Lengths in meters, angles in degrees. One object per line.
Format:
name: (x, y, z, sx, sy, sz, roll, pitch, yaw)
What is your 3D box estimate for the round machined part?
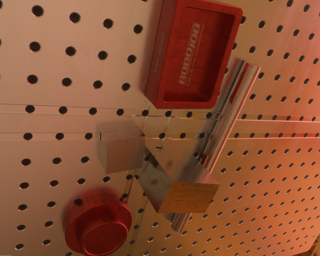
round machined part: (-0.085, 0.147, 0.446, 0.099, 0.042, 0.097, -14, 125, -21)

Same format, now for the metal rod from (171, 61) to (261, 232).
metal rod: (0.079, 0.042, 0.482, 0.025, 0.025, 0.298, 7, 115, -32)

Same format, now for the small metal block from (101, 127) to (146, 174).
small metal block: (-0.049, 0.029, 0.404, 0.050, 0.025, 0.050, -8, 122, -25)

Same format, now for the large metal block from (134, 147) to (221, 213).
large metal block: (0.022, 0.073, 0.435, 0.081, 0.080, 0.050, 10, 113, -33)

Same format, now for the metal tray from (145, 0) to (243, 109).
metal tray: (0.039, -0.087, 0.376, 0.091, 0.030, 0.129, -2, 120, -28)
